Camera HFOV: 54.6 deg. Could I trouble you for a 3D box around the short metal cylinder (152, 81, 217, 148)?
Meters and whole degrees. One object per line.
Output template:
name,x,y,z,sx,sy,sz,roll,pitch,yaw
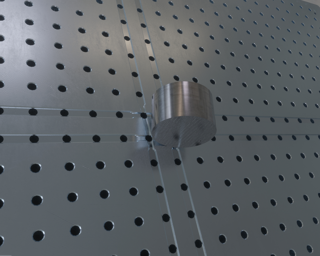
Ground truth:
short metal cylinder,0.029,-0.015,0.397,0.081,0.080,0.050,12,57,-22
